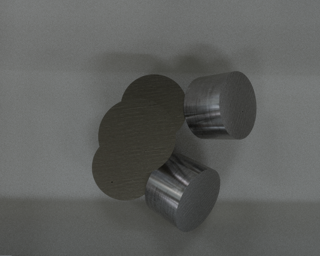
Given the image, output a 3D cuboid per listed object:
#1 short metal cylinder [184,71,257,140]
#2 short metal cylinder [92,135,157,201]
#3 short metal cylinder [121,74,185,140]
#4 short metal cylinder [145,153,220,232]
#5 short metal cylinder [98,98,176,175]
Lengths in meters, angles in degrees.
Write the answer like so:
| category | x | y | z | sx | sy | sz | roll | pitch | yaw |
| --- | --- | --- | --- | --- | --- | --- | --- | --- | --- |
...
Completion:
| category | x | y | z | sx | sy | sz | roll | pitch | yaw |
| --- | --- | --- | --- | --- | --- | --- | --- | --- | --- |
| short metal cylinder | 0.075 | -0.026 | 0.378 | 0.081 | 0.050 | 0.079 | 2 | 88 | -44 |
| short metal cylinder | -0.042 | 0.047 | 0.397 | 0.081 | 0.050 | 0.079 | 0 | 90 | -1 |
| short metal cylinder | -0.007 | -0.025 | 0.397 | 0.081 | 0.050 | 0.079 | 0 | 90 | -1 |
| short metal cylinder | 0.028 | 0.077 | 0.376 | 0.050 | 0.080 | 0.080 | 24 | 90 | 40 |
| short metal cylinder | -0.024 | 0.008 | 0.346 | 0.081 | 0.050 | 0.079 | 0 | 90 | -1 |
